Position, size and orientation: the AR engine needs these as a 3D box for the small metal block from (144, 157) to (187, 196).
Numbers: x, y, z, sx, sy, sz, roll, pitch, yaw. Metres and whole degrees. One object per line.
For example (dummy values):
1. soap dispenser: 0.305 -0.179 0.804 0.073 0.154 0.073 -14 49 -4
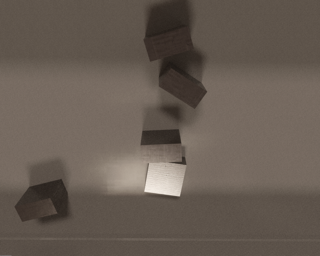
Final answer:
1. small metal block: 0.007 0.065 0.435 0.050 0.025 0.050 8 110 -4

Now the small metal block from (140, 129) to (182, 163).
1. small metal block: 0.002 0.023 0.407 0.050 0.050 0.025 -2 110 0

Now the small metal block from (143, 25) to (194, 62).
1. small metal block: 0.009 -0.100 0.361 0.050 0.050 0.025 -15 110 5

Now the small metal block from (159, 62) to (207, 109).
1. small metal block: 0.027 -0.053 0.379 0.050 0.050 0.025 31 107 -11

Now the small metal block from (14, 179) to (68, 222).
1. small metal block: -0.164 0.100 0.433 0.050 0.050 0.025 -14 110 5
